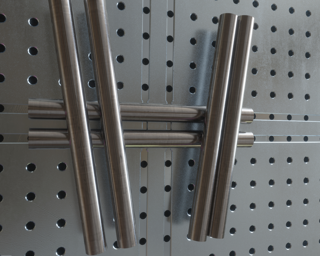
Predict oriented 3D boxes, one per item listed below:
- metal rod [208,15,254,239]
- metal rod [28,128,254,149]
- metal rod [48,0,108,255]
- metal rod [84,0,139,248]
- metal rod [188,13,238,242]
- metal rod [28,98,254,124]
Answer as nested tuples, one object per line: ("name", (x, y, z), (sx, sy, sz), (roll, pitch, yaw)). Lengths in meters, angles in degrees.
("metal rod", (0.096, -0.004, 0.422), (0.025, 0.025, 0.299), (10, 87, -20))
("metal rod", (-0.009, 0.015, 0.410), (0.302, 0.025, 0.025), (1, 90, -20))
("metal rod", (-0.093, -0.006, 0.352), (0.025, 0.025, 0.298), (-9, 93, -20))
("metal rod", (-0.057, -0.009, 0.365), (0.025, 0.025, 0.298), (-8, 93, -20))
("metal rod", (0.071, -0.003, 0.413), (0.025, 0.025, 0.299), (10, 87, -20))
("metal rod", (-0.009, -0.020, 0.409), (0.302, 0.025, 0.025), (1, 90, -20))
